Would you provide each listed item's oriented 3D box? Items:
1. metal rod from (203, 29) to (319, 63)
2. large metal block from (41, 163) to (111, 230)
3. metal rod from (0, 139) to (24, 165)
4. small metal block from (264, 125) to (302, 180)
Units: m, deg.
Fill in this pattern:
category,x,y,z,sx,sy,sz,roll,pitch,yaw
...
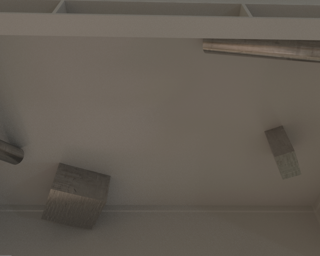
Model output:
category,x,y,z,sx,sy,sz,roll,pitch,yaw
metal rod,0.182,-0.065,0.267,0.301,0.025,0.025,12,136,26
large metal block,-0.131,0.108,0.483,0.081,0.050,0.079,18,128,-15
metal rod,-0.247,-0.012,0.310,0.025,0.025,0.300,-14,156,12
small metal block,0.168,0.034,0.424,0.025,0.050,0.050,-21,127,16
